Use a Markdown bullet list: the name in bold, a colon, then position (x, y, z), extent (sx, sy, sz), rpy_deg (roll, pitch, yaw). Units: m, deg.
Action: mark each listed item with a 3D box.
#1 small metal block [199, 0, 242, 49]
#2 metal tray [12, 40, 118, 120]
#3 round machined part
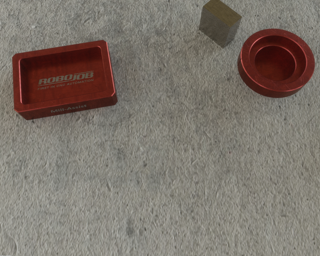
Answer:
- **small metal block**: position (0.086, -0.153, 0.451), extent (0.050, 0.050, 0.025), rpy_deg (43, 76, 14)
- **metal tray**: position (-0.131, -0.067, 0.428), extent (0.131, 0.030, 0.090), rpy_deg (-10, 70, -4)
- **round machined part**: position (0.157, -0.085, 0.432), extent (0.099, 0.042, 0.098), rpy_deg (0, 70, 0)
